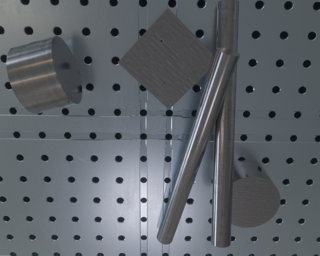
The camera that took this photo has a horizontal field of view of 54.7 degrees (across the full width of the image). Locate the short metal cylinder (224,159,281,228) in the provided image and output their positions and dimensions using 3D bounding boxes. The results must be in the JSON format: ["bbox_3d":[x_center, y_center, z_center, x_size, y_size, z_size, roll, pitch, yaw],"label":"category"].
[{"bbox_3d":[0.120,0.091,0.435,0.081,0.050,0.079,0,110,0],"label":"short metal cylinder"}]

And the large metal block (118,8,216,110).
[{"bbox_3d":[0.009,-0.083,0.370,0.080,0.050,0.080,42,105,-14],"label":"large metal block"}]

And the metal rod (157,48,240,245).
[{"bbox_3d":[0.040,0.044,0.402,0.025,0.025,0.298,12,120,-5],"label":"metal rod"}]

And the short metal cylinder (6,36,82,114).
[{"bbox_3d":[-0.131,-0.061,0.360,0.050,0.080,0.080,-13,110,5],"label":"short metal cylinder"}]

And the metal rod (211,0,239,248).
[{"bbox_3d":[0.079,0.001,0.381,0.025,0.025,0.298,0,98,0],"label":"metal rod"}]
